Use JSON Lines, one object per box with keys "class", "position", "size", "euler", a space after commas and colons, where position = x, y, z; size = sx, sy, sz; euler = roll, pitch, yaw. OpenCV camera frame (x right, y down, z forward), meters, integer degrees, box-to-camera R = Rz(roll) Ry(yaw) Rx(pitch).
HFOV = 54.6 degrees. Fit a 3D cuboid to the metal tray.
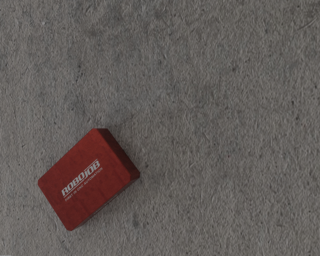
{"class": "metal tray", "position": [-0.104, 0.073, 0.444], "size": [0.130, 0.030, 0.090], "euler": [-41, 77, 15]}
